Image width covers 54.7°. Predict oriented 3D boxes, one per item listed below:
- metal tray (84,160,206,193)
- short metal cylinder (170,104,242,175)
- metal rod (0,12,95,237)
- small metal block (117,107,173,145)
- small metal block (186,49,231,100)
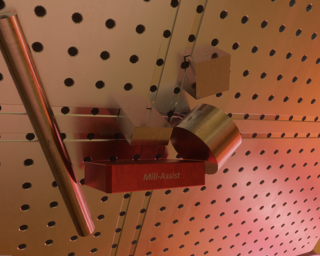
[{"bbox_3d":[-0.019,0.057,0.392,0.131,0.090,0.030,2,86,-29],"label":"metal tray"},{"bbox_3d":[0.059,0.015,0.409,0.050,0.080,0.080,-42,132,-24],"label":"short metal cylinder"},{"bbox_3d":[-0.122,0.023,0.358,0.025,0.025,0.298,-20,126,-17],"label":"metal rod"},{"bbox_3d":[-0.020,-0.002,0.383,0.050,0.050,0.025,2,117,-30],"label":"small metal block"},{"bbox_3d":[0.062,-0.070,0.402,0.050,0.025,0.050,-18,126,-18],"label":"small metal block"}]
